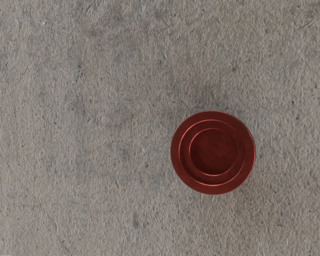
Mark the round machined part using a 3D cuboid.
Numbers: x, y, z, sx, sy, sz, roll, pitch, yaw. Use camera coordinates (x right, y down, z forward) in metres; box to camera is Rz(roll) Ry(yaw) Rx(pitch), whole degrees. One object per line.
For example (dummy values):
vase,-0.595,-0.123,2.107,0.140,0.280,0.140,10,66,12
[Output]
round machined part,0.066,0.029,0.377,0.098,0.042,0.097,0,90,20
